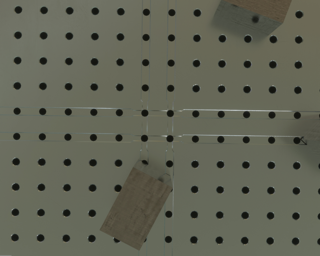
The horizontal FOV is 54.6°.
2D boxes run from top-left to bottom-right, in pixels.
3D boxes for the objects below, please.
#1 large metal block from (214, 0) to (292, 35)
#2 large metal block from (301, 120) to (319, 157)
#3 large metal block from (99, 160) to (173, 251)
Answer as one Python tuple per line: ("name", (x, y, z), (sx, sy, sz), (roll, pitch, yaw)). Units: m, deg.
("large metal block", (0.126, -0.179, 0.402), (0.080, 0.050, 0.080), (21, 90, 0))
("large metal block", (0.241, 0.025, 0.387), (0.080, 0.080, 0.050), (44, 90, 0))
("large metal block", (-0.026, 0.090, 0.386), (0.050, 0.080, 0.080), (28, 90, 0))
